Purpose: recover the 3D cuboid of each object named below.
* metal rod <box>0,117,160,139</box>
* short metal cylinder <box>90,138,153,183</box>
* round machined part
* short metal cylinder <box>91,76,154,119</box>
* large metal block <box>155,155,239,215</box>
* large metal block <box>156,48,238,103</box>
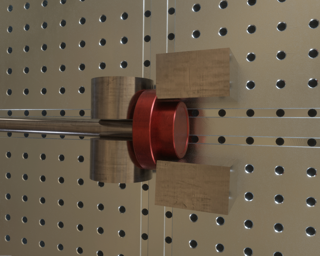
[{"bbox_3d":[-0.121,-0.001,0.443,0.301,0.025,0.025,2,91,24],"label":"metal rod"},{"bbox_3d":[-0.049,0.039,0.400,0.080,0.080,0.050,2,91,20],"label":"short metal cylinder"},{"bbox_3d":[0.007,0.002,0.371,0.042,0.098,0.097,1,90,20],"label":"round machined part"},{"bbox_3d":[-0.048,-0.036,0.400,0.080,0.080,0.050,1,91,20],"label":"short metal cylinder"},{"bbox_3d":[0.047,0.062,0.367,0.080,0.080,0.050,3,91,20],"label":"large metal block"},{"bbox_3d":[0.047,-0.058,0.367,0.080,0.080,0.050,0,90,20],"label":"large metal block"}]
